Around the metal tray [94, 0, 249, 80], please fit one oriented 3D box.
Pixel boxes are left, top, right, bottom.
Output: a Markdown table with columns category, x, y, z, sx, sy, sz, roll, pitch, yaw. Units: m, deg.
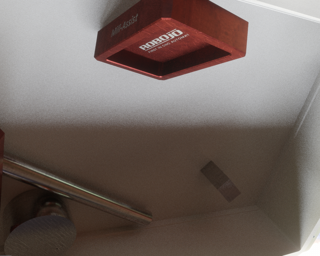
| category | x | y | z | sx | sy | sz | roll | pitch | yaw |
| --- | --- | --- | --- | --- | --- | --- | --- | --- | --- |
| metal tray | 0.005 | -0.082 | 0.296 | 0.091 | 0.130 | 0.030 | 12 | 81 | -34 |

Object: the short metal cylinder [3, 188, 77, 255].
| category | x | y | z | sx | sy | sz | roll | pitch | yaw |
| --- | --- | --- | --- | --- | --- | --- | --- | --- | --- |
| short metal cylinder | -0.151 | 0.122 | 0.387 | 0.081 | 0.050 | 0.079 | -14 | 125 | -21 |

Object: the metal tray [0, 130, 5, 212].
| category | x | y | z | sx | sy | sz | roll | pitch | yaw |
| --- | --- | --- | --- | --- | --- | --- | --- | --- | --- |
| metal tray | -0.210 | 0.056 | 0.307 | 0.091 | 0.030 | 0.129 | 10 | 115 | -13 |

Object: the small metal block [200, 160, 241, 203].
| category | x | y | z | sx | sy | sz | roll | pitch | yaw |
| --- | --- | --- | --- | --- | --- | --- | --- | --- | --- |
| small metal block | 0.098 | 0.087 | 0.503 | 0.025 | 0.050 | 0.050 | -42 | 130 | 0 |

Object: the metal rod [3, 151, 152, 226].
| category | x | y | z | sx | sy | sz | roll | pitch | yaw |
| --- | --- | --- | --- | --- | --- | --- | --- | --- | --- |
| metal rod | -0.118 | 0.075 | 0.391 | 0.301 | 0.025 | 0.025 | 35 | 99 | -39 |
